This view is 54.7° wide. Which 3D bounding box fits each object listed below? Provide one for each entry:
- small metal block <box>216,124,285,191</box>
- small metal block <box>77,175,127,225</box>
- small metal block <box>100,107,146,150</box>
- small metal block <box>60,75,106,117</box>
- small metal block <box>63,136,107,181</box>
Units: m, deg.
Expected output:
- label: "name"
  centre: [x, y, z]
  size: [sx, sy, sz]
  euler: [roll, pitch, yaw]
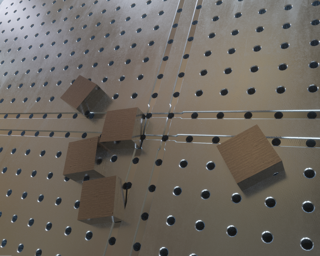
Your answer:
- label: "small metal block"
  centre: [0.097, 0.032, 0.337]
  size: [0.050, 0.025, 0.050]
  euler: [-29, 52, 9]
- label: "small metal block"
  centre: [-0.072, 0.091, 0.389]
  size: [0.050, 0.025, 0.050]
  euler: [-13, 56, 21]
- label: "small metal block"
  centre: [-0.051, 0.001, 0.433]
  size: [0.050, 0.025, 0.050]
  euler: [-5, 59, 25]
- label: "small metal block"
  centre: [-0.126, -0.053, 0.505]
  size: [0.050, 0.025, 0.050]
  euler: [30, 78, 37]
- label: "small metal block"
  centre: [-0.104, 0.043, 0.434]
  size: [0.050, 0.025, 0.050]
  euler: [-12, 57, 21]
